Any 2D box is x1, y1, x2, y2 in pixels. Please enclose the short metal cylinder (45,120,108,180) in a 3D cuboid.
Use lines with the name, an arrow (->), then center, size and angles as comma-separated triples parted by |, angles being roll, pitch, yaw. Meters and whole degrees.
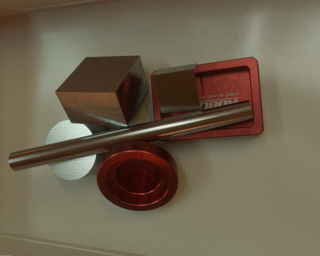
short metal cylinder -> -0.111, 0.029, 0.432 | 0.080, 0.050, 0.079 | 0, 90, 19

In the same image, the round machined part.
round machined part -> -0.027, 0.055, 0.391 | 0.099, 0.042, 0.097 | 1, 122, 2

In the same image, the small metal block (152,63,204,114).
small metal block -> 0.023, -0.048, 0.377 | 0.050, 0.025, 0.050 | -5, 115, 20

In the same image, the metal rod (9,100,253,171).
metal rod -> -0.041, 0.011, 0.378 | 0.301, 0.025, 0.025 | -12, 86, 8

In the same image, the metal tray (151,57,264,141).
metal tray -> 0.057, -0.032, 0.385 | 0.130, 0.030, 0.089 | -5, 88, 19

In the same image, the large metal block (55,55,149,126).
large metal block -> -0.070, -0.049, 0.395 | 0.080, 0.080, 0.050 | 3, 133, 20
